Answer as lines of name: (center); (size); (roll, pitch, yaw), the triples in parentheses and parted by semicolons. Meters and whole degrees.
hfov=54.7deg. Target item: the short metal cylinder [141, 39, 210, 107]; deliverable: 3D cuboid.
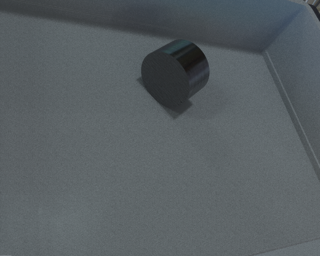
short metal cylinder: (0.021, -0.076, 0.430); (0.080, 0.080, 0.050); (47, 51, 4)
